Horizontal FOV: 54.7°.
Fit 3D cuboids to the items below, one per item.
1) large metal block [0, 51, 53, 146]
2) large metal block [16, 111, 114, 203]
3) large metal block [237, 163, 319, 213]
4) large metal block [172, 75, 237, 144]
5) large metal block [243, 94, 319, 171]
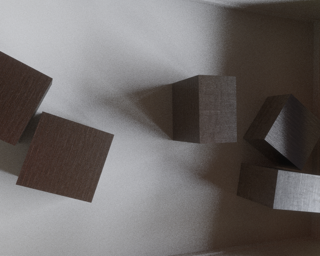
[{"bbox_3d":[-0.173,-0.035,0.333,0.080,0.050,0.080,28,81,-18],"label":"large metal block"},{"bbox_3d":[-0.108,0.033,0.358,0.081,0.050,0.080,20,83,-19],"label":"large metal block"},{"bbox_3d":[0.171,0.084,0.447,0.081,0.080,0.050,10,87,-20],"label":"large metal block"},{"bbox_3d":[0.055,-0.022,0.403,0.050,0.080,0.079,-1,91,-20],"label":"large metal block"},{"bbox_3d":[0.188,0.006,0.469,0.080,0.050,0.080,37,78,-17],"label":"large metal block"}]
